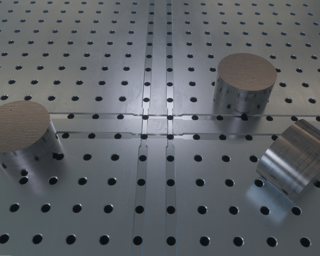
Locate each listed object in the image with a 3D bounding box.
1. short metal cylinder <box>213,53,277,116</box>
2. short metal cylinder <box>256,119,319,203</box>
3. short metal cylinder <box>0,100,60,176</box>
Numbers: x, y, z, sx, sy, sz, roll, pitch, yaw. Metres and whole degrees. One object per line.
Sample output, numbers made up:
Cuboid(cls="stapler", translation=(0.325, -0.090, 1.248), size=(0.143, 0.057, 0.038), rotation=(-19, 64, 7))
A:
Cuboid(cls="short metal cylinder", translation=(0.120, -0.063, 0.445), size=(0.081, 0.050, 0.080), rotation=(0, 50, 0))
Cuboid(cls="short metal cylinder", translation=(0.154, 0.037, 0.342), size=(0.081, 0.080, 0.050), rotation=(-31, 57, -23))
Cuboid(cls="short metal cylinder", translation=(-0.170, 0.012, 0.380), size=(0.081, 0.050, 0.080), rotation=(0, 50, 0))
